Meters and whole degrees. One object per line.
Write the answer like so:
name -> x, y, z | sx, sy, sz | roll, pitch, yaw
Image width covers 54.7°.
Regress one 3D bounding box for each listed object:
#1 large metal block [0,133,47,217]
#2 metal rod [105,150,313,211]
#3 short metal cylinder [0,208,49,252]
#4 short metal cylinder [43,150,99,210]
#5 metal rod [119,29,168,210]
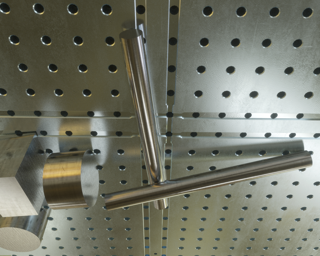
large metal block -> -0.195, 0.065, 0.429 | 0.050, 0.080, 0.080 | -4, 130, 4
metal rod -> 0.069, 0.077, 0.455 | 0.302, 0.025, 0.025 | -13, 130, 1
short metal cylinder -> -0.243, 0.173, 0.540 | 0.081, 0.050, 0.079 | 0, 130, 0
short metal cylinder -> -0.122, 0.072, 0.436 | 0.050, 0.080, 0.080 | -5, 130, 4
metal rod -> -0.015, 0.014, 0.422 | 0.025, 0.025, 0.298 | -5, 130, 4
